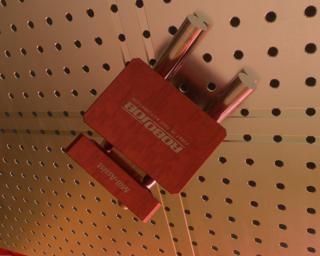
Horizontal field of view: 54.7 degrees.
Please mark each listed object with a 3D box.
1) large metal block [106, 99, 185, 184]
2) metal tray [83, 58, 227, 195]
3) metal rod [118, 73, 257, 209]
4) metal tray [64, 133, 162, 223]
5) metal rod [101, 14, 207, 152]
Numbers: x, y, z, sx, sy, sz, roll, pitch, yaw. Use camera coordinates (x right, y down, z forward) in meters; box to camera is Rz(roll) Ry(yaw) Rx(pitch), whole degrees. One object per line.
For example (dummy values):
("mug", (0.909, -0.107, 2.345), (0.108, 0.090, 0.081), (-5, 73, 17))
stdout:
("large metal block", (-0.016, 0.016, 0.392), (0.050, 0.080, 0.080), (41, 129, 0))
("metal tray", (-0.005, -0.002, 0.341), (0.130, 0.030, 0.090), (40, 85, 0))
("metal rod", (0.017, 0.037, 0.424), (0.025, 0.025, 0.298), (41, 129, 0))
("metal tray", (-0.060, 0.062, 0.410), (0.130, 0.030, 0.090), (42, 173, -2))
("metal rod", (-0.036, -0.021, 0.416), (0.025, 0.025, 0.298), (40, 129, 0))
